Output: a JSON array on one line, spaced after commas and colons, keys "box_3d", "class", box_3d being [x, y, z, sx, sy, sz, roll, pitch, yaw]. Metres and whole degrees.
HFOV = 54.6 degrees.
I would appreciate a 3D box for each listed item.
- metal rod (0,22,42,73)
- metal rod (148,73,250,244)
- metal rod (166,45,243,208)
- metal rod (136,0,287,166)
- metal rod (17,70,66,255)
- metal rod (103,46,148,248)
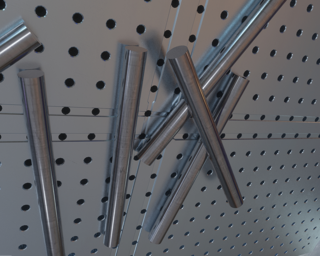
[{"box_3d": [-0.240, 0.001, 0.280, 0.301, 0.025, 0.025, -37, 129, -4], "class": "metal rod"}, {"box_3d": [0.052, 0.057, 0.474, 0.025, 0.025, 0.298, 13, 112, -34], "class": "metal rod"}, {"box_3d": [0.073, 0.021, 0.429, 0.025, 0.025, 0.299, -33, 129, -7], "class": "metal rod"}, {"box_3d": [0.071, -0.072, 0.404, 0.025, 0.025, 0.299, 33, 100, -38], "class": "metal rod"}, {"box_3d": [-0.139, 0.075, 0.381, 0.025, 0.025, 0.298, -9, 123, -23], "class": "metal rod"}, {"box_3d": [-0.050, 0.043, 0.409, 0.025, 0.025, 0.298, -4, 120, -26], "class": "metal rod"}]
